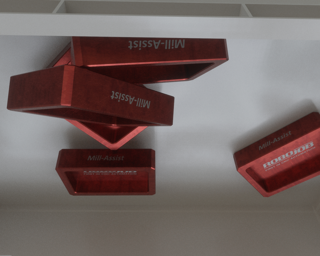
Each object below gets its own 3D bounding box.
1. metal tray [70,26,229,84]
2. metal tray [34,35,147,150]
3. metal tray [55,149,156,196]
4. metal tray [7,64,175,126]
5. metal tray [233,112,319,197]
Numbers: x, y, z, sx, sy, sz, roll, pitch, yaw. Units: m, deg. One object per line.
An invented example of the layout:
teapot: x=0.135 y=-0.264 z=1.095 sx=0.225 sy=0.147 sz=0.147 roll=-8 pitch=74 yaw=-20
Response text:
metal tray: x=-0.015 y=-0.064 z=0.292 sx=0.131 sy=0.090 sz=0.030 roll=-7 pitch=88 yaw=-17
metal tray: x=-0.074 y=-0.036 z=0.373 sx=0.090 sy=0.030 sz=0.130 roll=-36 pitch=122 yaw=26
metal tray: x=-0.072 y=0.066 z=0.446 sx=0.131 sy=0.030 sz=0.090 roll=0 pitch=144 yaw=-1
metal tray: x=-0.059 y=-0.024 z=0.294 sx=0.090 sy=0.030 sz=0.131 roll=0 pitch=174 yaw=39
metal tray: x=0.185 y=0.043 z=0.445 sx=0.130 sy=0.030 sz=0.090 roll=-32 pitch=124 yaw=24
